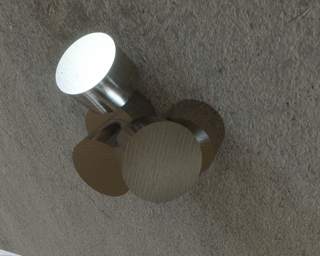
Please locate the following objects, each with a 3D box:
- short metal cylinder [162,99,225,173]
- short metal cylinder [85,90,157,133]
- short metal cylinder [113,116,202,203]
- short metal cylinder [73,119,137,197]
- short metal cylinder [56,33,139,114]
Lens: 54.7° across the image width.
[{"bbox_3d":[0.034,0.011,0.379,0.080,0.050,0.079,13,124,20],"label":"short metal cylinder"},{"bbox_3d":[-0.051,-0.007,0.412,0.080,0.050,0.079,13,124,20],"label":"short metal cylinder"},{"bbox_3d":[-0.004,0.030,0.318,0.080,0.080,0.050,61,169,-16],"label":"short metal cylinder"},{"bbox_3d":[-0.058,0.036,0.378,0.080,0.050,0.079,13,124,20],"label":"short metal cylinder"},{"bbox_3d":[-0.073,-0.063,0.362,0.080,0.080,0.050,0,157,28],"label":"short metal cylinder"}]
